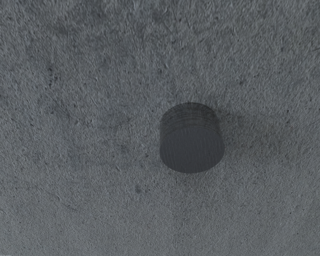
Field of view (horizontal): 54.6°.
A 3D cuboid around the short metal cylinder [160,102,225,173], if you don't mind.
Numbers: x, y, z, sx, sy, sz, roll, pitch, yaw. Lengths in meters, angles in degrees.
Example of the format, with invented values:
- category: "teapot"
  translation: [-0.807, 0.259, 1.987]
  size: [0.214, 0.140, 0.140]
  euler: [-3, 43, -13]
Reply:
- category: "short metal cylinder"
  translation: [0.040, 0.014, 0.402]
  size: [0.080, 0.050, 0.080]
  euler: [0, 130, 0]
